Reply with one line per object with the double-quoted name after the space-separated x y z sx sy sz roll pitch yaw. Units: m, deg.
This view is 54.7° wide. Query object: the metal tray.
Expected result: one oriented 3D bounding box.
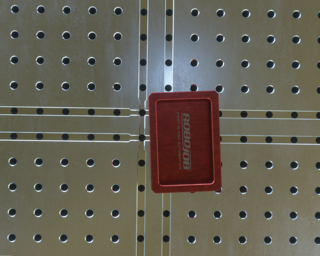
0.032 0.018 0.411 0.091 0.030 0.129 -2 90 -1 "metal tray"
